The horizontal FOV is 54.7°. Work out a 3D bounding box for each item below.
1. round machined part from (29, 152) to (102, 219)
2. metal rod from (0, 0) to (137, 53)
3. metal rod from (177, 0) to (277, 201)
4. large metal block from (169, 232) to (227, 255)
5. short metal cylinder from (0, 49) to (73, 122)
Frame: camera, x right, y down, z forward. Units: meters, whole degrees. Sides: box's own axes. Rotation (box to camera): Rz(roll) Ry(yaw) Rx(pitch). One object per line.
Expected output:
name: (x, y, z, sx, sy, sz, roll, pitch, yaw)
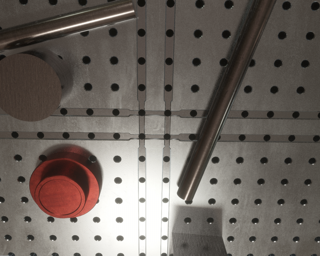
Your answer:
round machined part: (-0.134, 0.087, 0.434, 0.099, 0.042, 0.097, 0, 110, -1)
metal rod: (-0.177, -0.107, 0.371, 0.302, 0.025, 0.025, -13, 110, 4)
metal rod: (0.082, -0.035, 0.401, 0.025, 0.025, 0.298, 17, 109, -7)
large metal block: (0.056, 0.206, 0.461, 0.081, 0.080, 0.050, 6, 110, -3)
short metal cylinder: (-0.153, -0.054, 0.378, 0.081, 0.050, 0.079, 0, 110, -1)
